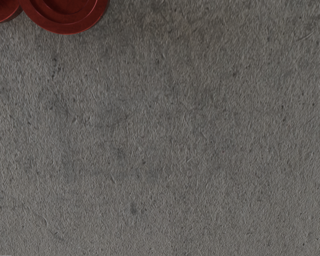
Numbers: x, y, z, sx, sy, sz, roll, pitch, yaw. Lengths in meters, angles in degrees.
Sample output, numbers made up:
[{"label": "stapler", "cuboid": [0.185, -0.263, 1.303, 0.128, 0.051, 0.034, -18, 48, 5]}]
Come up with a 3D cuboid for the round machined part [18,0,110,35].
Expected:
[{"label": "round machined part", "cuboid": [-0.103, -0.155, 0.341, 0.099, 0.042, 0.097, -1, 110, -2]}]

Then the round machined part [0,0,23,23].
[{"label": "round machined part", "cuboid": [-0.199, -0.164, 0.337, 0.099, 0.042, 0.097, 0, 110, -1]}]
